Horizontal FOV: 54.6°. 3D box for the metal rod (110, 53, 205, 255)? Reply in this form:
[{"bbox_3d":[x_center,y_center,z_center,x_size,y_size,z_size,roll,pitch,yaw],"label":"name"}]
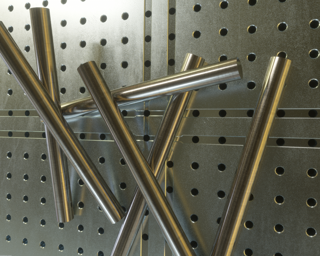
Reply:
[{"bbox_3d":[-0.007,0.047,0.415,0.025,0.025,0.299,23,98,18],"label":"metal rod"}]

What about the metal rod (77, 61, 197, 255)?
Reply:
[{"bbox_3d":[-0.025,0.053,0.392,0.025,0.025,0.299,-28,88,18],"label":"metal rod"}]

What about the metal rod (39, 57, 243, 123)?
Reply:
[{"bbox_3d":[-0.044,-0.042,0.410,0.300,0.025,0.025,-10,87,26],"label":"metal rod"}]

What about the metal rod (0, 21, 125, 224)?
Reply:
[{"bbox_3d":[-0.134,-0.001,0.412,0.025,0.025,0.299,-28,99,18],"label":"metal rod"}]

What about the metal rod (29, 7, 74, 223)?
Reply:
[{"bbox_3d":[-0.150,-0.011,0.437,0.025,0.025,0.298,0,101,20],"label":"metal rod"}]

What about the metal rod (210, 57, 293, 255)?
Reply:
[{"bbox_3d":[0.102,0.063,0.376,0.025,0.025,0.298,17,96,19],"label":"metal rod"}]
